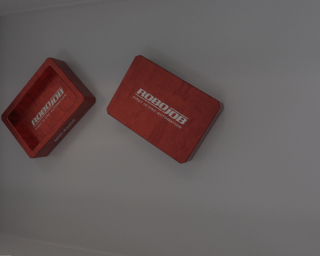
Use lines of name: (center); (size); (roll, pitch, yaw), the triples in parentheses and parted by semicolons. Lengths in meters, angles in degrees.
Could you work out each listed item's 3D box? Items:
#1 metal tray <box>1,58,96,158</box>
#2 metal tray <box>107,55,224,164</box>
metal tray: (-0.170, -0.029, 0.467); (0.130, 0.030, 0.090); (-45, 76, 14)
metal tray: (0.005, -0.026, 0.406); (0.130, 0.030, 0.090); (34, 101, 16)
